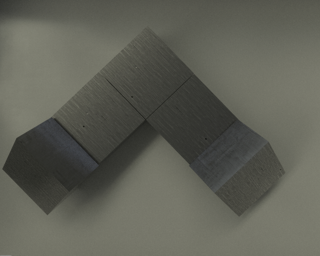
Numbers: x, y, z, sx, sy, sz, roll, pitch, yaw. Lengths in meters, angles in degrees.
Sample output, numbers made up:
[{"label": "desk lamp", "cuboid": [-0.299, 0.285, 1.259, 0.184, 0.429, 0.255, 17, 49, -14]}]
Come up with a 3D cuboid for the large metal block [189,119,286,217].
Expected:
[{"label": "large metal block", "cuboid": [0.096, 0.050, 0.377, 0.080, 0.050, 0.080, -44, 134, 0]}]

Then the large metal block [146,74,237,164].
[{"label": "large metal block", "cuboid": [0.040, -0.009, 0.397, 0.080, 0.050, 0.080, -44, 90, 0]}]

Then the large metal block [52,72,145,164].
[{"label": "large metal block", "cuboid": [-0.074, -0.011, 0.396, 0.080, 0.050, 0.080, -44, 90, 0]}]

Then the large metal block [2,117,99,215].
[{"label": "large metal block", "cuboid": [-0.134, 0.048, 0.374, 0.080, 0.050, 0.080, 46, 133, 0]}]

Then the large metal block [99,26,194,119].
[{"label": "large metal block", "cuboid": [-0.016, -0.067, 0.397, 0.080, 0.050, 0.080, -44, 90, 0]}]
